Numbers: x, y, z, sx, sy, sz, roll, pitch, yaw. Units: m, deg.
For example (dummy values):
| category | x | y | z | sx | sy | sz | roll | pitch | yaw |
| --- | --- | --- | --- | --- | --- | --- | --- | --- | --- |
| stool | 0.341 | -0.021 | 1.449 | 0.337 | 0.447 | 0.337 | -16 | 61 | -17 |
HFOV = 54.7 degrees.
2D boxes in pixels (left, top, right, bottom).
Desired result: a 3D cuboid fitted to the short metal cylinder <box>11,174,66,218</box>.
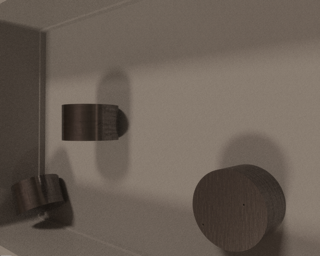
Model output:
| category | x | y | z | sx | sy | sz | roll | pitch | yaw |
| --- | --- | --- | --- | --- | --- | --- | --- | --- | --- |
| short metal cylinder | -0.213 | 0.119 | 0.543 | 0.080 | 0.081 | 0.050 | -33 | 70 | 35 |

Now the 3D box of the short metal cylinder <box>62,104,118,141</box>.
| category | x | y | z | sx | sy | sz | roll | pitch | yaw |
| --- | --- | --- | --- | --- | --- | --- | --- | --- | --- |
| short metal cylinder | -0.101 | -0.008 | 0.452 | 0.080 | 0.081 | 0.050 | 0 | 90 | 39 |

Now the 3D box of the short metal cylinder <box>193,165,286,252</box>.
| category | x | y | z | sx | sy | sz | roll | pitch | yaw |
| --- | --- | --- | --- | --- | --- | --- | --- | --- | --- |
| short metal cylinder | 0.082 | 0.080 | 0.322 | 0.080 | 0.050 | 0.079 | 0 | 90 | 39 |
